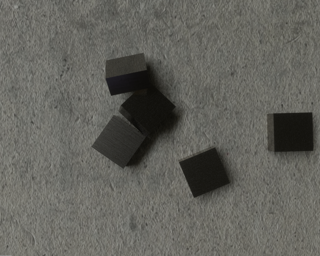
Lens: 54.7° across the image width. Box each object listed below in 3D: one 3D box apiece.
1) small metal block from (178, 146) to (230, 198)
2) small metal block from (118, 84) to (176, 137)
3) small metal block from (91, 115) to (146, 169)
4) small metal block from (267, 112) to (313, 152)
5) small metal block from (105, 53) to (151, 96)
[{"bbox_3d":[0.057,0.057,0.410,0.050,0.025,0.050,-23,90,0],"label":"small metal block"},{"bbox_3d":[-0.017,-0.025,0.402,0.050,0.025,0.050,44,69,0],"label":"small metal block"},{"bbox_3d":[-0.053,0.018,0.409,0.050,0.025,0.050,35,90,0],"label":"small metal block"},{"bbox_3d":[0.172,0.005,0.411,0.050,0.025,0.050,-2,90,0],"label":"small metal block"},{"bbox_3d":[-0.041,-0.069,0.395,0.050,0.050,0.025,-12,128,0],"label":"small metal block"}]
